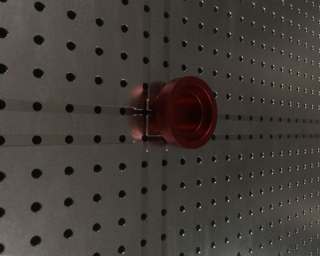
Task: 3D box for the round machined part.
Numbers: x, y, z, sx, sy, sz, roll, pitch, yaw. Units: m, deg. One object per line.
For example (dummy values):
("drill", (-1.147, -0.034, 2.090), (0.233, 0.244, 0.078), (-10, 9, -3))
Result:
("round machined part", (0.032, -0.020, 0.427), (0.099, 0.042, 0.097), (0, 90, -40))
